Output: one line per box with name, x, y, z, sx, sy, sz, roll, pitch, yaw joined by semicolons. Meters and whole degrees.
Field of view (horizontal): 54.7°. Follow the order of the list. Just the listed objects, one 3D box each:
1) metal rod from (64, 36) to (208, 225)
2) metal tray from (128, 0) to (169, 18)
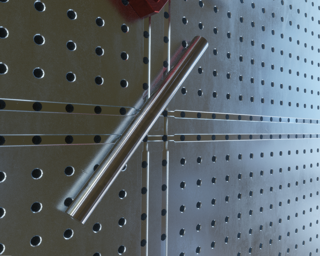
metal rod;-0.016;-0.015;0.397;0.025;0.025;0.301;50;61;-29
metal tray;-0.008;-0.219;0.400;0.090;0.030;0.130;47;62;-30
